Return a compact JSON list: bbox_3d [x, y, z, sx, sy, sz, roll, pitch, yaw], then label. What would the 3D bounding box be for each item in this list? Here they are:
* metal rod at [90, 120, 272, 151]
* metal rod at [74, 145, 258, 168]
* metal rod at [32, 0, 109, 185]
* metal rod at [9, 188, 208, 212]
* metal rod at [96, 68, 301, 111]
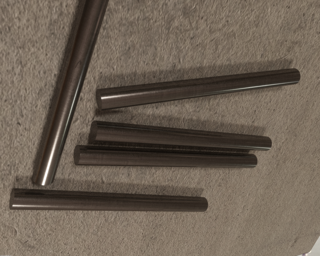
[{"bbox_3d":[0.050,0.015,0.445,0.302,0.025,0.025,5,116,-31],"label":"metal rod"},{"bbox_3d":[0.028,0.045,0.451,0.302,0.025,0.025,5,116,-31],"label":"metal rod"},{"bbox_3d":[-0.085,-0.069,0.318,0.025,0.025,0.298,9,114,-33],"label":"metal rod"},{"bbox_3d":[-0.050,0.107,0.447,0.302,0.025,0.025,11,113,-33],"label":"metal rod"},{"bbox_3d":[0.067,-0.055,0.411,0.303,0.025,0.025,-10,123,-24],"label":"metal rod"}]
